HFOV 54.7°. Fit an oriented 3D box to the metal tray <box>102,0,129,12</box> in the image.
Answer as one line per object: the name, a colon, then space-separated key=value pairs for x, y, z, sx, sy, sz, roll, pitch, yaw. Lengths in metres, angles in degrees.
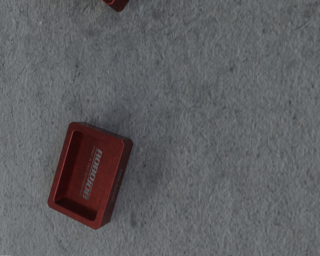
metal tray: x=-0.081 y=-0.238 z=0.434 sx=0.130 sy=0.030 sz=0.090 roll=42 pitch=103 yaw=15

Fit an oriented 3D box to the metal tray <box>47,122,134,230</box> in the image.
metal tray: x=-0.100 y=0.065 z=0.440 sx=0.090 sy=0.030 sz=0.129 roll=19 pitch=96 yaw=18
